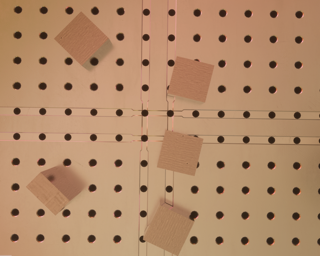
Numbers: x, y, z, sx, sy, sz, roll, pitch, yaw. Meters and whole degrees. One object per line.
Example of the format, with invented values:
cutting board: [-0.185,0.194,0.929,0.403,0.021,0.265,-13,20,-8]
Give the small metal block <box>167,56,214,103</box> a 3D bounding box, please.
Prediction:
small metal block: [0.040,-0.063,0.414,0.050,0.025,0.050,14,90,0]

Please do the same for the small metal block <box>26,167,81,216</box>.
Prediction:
small metal block: [-0.136,0.080,0.400,0.050,0.050,0.025,44,90,0]

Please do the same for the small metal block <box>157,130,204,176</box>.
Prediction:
small metal block: [0.026,0.032,0.414,0.050,0.025,0.050,13,90,0]

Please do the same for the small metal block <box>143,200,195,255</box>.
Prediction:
small metal block: [0.012,0.133,0.414,0.050,0.025,0.050,26,90,0]

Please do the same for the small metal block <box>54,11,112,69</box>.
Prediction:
small metal block: [-0.101,-0.116,0.413,0.050,0.025,0.050,44,90,0]
